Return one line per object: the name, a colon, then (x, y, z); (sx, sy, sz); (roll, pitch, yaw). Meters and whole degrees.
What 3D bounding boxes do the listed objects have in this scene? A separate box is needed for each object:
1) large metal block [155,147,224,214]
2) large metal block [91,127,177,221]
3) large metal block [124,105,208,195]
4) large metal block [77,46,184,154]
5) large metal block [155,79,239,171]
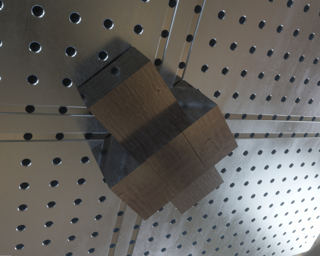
large metal block: (0.037, 0.068, 0.460); (0.080, 0.050, 0.080); (-37, 130, -3)
large metal block: (-0.034, 0.057, 0.394); (0.050, 0.080, 0.080); (-38, 130, -3)
large metal block: (0.006, 0.026, 0.397); (0.050, 0.080, 0.080); (-38, 130, -3)
large metal block: (-0.032, -0.031, 0.356); (0.080, 0.050, 0.080); (-38, 130, -2)
large metal block: (0.046, -0.005, 0.400); (0.050, 0.080, 0.080); (-38, 130, -3)
